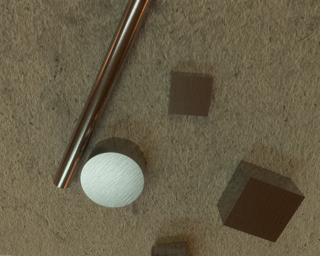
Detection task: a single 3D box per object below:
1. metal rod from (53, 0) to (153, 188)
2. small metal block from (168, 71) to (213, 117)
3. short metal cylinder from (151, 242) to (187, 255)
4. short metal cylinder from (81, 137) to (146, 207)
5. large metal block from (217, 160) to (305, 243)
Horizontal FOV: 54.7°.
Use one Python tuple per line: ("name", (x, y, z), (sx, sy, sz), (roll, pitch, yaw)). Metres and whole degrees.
("metal rod", (-0.073, -0.049, 0.391), (0.025, 0.025, 0.298), (25, 108, -9))
("small metal block", (0.037, -0.044, 0.394), (0.050, 0.025, 0.050), (4, 110, -2))
("short metal cylinder", (0.018, 0.214, 0.459), (0.050, 0.080, 0.079), (-7, 110, 2))
("short metal cylinder", (-0.061, 0.059, 0.418), (0.081, 0.050, 0.079), (0, 110, 0))
("large metal block", (0.138, 0.102, 0.436), (0.080, 0.050, 0.079), (21, 109, -8))
